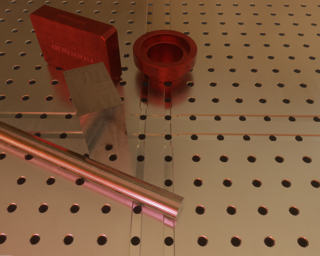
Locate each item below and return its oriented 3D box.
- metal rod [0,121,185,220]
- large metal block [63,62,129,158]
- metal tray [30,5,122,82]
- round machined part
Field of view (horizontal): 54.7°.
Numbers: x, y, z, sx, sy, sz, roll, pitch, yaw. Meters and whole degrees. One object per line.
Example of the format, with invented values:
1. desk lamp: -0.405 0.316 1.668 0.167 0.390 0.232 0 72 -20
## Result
1. metal rod: -0.114 0.038 0.374 0.301 0.025 0.025 20 53 15
2. large metal block: -0.079 -0.023 0.390 0.050 0.080 0.080 -18 53 -15
3. metal tray: -0.124 -0.123 0.467 0.130 0.089 0.030 22 53 17
4. round machined part: 0.008 -0.110 0.489 0.099 0.042 0.098 0 50 0
